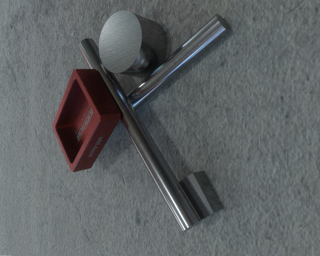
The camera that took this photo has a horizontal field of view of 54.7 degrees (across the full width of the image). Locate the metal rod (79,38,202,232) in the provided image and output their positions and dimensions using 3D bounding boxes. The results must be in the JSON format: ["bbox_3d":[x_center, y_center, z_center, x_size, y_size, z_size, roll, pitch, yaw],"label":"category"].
[{"bbox_3d":[-0.037,-0.008,0.403,0.025,0.025,0.299,-46,63,30],"label":"metal rod"}]

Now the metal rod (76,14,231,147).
[{"bbox_3d":[-0.029,-0.044,0.429,0.299,0.025,0.025,-36,68,33],"label":"metal rod"}]

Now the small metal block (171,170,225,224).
[{"bbox_3d":[0.040,0.086,0.371,0.050,0.025,0.050,-41,66,32],"label":"small metal block"}]

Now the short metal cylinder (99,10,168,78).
[{"bbox_3d":[-0.037,-0.111,0.417,0.080,0.050,0.079,0,90,39],"label":"short metal cylinder"}]

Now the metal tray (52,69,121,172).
[{"bbox_3d":[-0.110,-0.009,0.441,0.090,0.030,0.129,58,135,24],"label":"metal tray"}]
